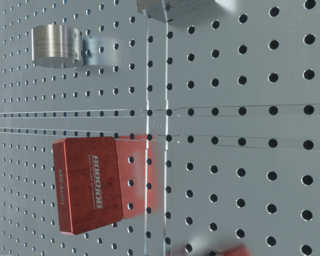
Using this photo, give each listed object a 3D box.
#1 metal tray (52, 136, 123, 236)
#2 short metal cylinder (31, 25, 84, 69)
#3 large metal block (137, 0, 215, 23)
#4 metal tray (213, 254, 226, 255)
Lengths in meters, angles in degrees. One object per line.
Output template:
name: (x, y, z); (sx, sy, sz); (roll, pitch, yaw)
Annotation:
metal tray: (-0.103, 0.079, 0.452); (0.030, 0.091, 0.129); (-12, 83, 40)
short metal cylinder: (-0.169, -0.132, 0.513); (0.080, 0.081, 0.050); (-4, 88, 40)
large metal block: (0.016, -0.187, 0.380); (0.080, 0.050, 0.080); (-8, 85, 39)
metal tray: (0.029, 0.201, 0.326); (0.030, 0.131, 0.090); (102, 148, -70)
